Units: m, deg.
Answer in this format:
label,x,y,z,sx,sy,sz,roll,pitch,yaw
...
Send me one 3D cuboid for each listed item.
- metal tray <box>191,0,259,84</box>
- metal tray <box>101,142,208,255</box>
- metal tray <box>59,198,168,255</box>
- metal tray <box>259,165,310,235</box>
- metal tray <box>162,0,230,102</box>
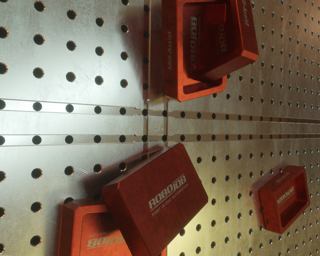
label,x,y,z,sx,sy,sz,roll,pitch,yaw
metal tray,0.077,-0.135,0.412,0.030,0.090,0.129,8,71,-37
metal tray,0.001,0.082,0.378,0.131,0.030,0.090,-28,94,-49
metal tray,-0.049,0.129,0.366,0.131,0.030,0.089,6,86,-40
metal tray,0.254,0.140,0.623,0.131,0.030,0.089,-23,105,-38
metal tray,0.049,-0.107,0.409,0.091,0.030,0.129,-17,117,-32
